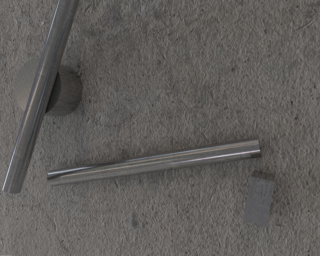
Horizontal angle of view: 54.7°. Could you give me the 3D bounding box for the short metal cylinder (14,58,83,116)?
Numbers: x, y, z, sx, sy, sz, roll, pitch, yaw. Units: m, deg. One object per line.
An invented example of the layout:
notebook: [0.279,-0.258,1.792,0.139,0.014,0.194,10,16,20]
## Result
short metal cylinder: [-0.162,-0.057,0.453,0.080,0.050,0.080,0,90,20]

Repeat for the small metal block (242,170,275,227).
small metal block: [0.114,0.079,0.355,0.025,0.050,0.050,11,94,20]

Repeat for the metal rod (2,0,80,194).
metal rod: [-0.155,-0.055,0.410,0.025,0.025,0.298,22,97,18]

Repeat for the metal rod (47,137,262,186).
metal rod: [-0.021,0.049,0.416,0.301,0.025,0.025,-11,87,19]
